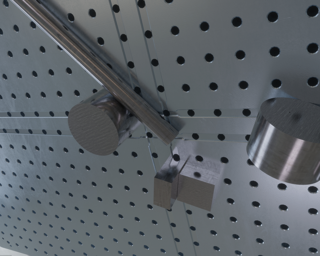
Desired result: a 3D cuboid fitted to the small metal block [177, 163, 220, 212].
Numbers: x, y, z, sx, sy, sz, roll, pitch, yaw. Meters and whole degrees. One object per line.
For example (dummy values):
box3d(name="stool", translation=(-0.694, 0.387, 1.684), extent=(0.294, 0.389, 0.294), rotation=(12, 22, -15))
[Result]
box3d(name="small metal block", translation=(0.053, 0.083, 0.435), extent=(0.050, 0.025, 0.050), rotation=(15, 125, 19))

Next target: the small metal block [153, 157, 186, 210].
box3d(name="small metal block", translation=(0.013, 0.077, 0.436), extent=(0.025, 0.050, 0.050), rotation=(15, 125, 20))

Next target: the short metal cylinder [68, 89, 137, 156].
box3d(name="short metal cylinder", translation=(-0.079, -0.008, 0.432), extent=(0.080, 0.050, 0.079), rotation=(13, 124, 21))

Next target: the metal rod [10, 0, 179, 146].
box3d(name="metal rod", translation=(-0.093, -0.088, 0.405), extent=(0.300, 0.025, 0.025), rotation=(43, 129, -2))

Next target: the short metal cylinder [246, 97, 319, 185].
box3d(name="short metal cylinder", translation=(0.134, 0.011, 0.312), extent=(0.080, 0.080, 0.050), rotation=(20, 126, 16))
